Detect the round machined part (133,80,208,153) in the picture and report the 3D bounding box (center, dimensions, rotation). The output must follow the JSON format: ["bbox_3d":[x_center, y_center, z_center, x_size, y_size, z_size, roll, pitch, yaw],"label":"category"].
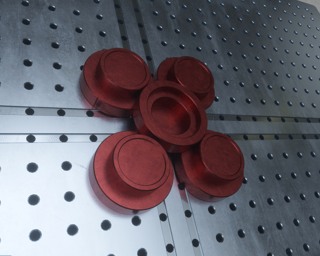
[{"bbox_3d":[0.010,-0.011,0.409,0.099,0.042,0.098,14,56,-21],"label":"round machined part"}]

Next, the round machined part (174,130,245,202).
[{"bbox_3d":[0.072,0.044,0.410,0.099,0.042,0.098,14,56,-21],"label":"round machined part"}]

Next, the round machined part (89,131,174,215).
[{"bbox_3d":[-0.028,0.046,0.356,0.099,0.042,0.098,14,56,-21],"label":"round machined part"}]

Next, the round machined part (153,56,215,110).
[{"bbox_3d":[0.041,-0.068,0.462,0.099,0.042,0.098,14,56,-21],"label":"round machined part"}]

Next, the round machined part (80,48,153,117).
[{"bbox_3d":[-0.052,-0.067,0.410,0.099,0.042,0.098,14,56,-21],"label":"round machined part"}]
